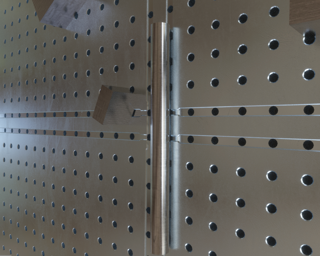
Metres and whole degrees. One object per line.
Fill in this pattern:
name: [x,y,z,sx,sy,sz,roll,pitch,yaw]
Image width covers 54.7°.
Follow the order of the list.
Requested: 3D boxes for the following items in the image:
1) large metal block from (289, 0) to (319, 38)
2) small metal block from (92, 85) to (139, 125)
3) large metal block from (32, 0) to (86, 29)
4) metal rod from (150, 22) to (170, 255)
large metal block: [0.160,-0.128,0.261,0.080,0.050,0.079,2,91,40]
small metal block: [-0.063,-0.032,0.445,0.025,0.050,0.050,32,110,35]
large metal block: [-0.179,-0.236,0.541,0.080,0.050,0.080,-37,67,33]
metal rod: [0.000,0.014,0.409,0.025,0.025,0.298,0,90,40]
